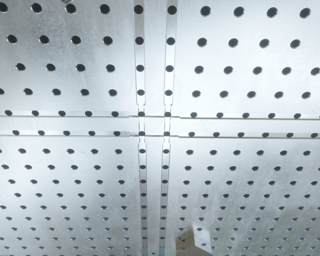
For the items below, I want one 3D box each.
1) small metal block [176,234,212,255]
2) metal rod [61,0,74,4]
[{"bbox_3d":[0.067,0.241,0.618,0.050,0.025,0.050,36,121,-27],"label":"small metal block"},{"bbox_3d":[0.032,-0.191,0.249,0.300,0.025,0.025,-25,126,19],"label":"metal rod"}]
